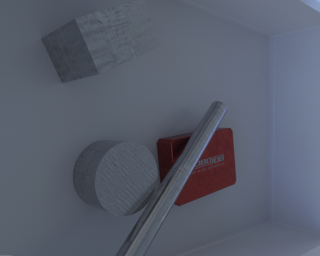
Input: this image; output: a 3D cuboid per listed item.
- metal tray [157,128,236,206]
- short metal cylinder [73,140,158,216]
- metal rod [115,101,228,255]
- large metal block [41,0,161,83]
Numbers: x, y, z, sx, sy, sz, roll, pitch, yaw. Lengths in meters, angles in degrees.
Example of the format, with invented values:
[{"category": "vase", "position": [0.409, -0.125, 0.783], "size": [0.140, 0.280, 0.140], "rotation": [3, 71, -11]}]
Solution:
[{"category": "metal tray", "position": [0.058, 0.052, 0.455], "size": [0.131, 0.030, 0.089], "rotation": [-9, 96, -40]}, {"category": "short metal cylinder", "position": [-0.050, 0.054, 0.350], "size": [0.081, 0.050, 0.079], "rotation": [0, 90, -40]}, {"category": "metal rod", "position": [0.013, 0.069, 0.364], "size": [0.025, 0.025, 0.301], "rotation": [56, 50, -25]}, {"category": "large metal block", "position": [-0.061, -0.088, 0.321], "size": [0.081, 0.080, 0.050], "rotation": [-34, 111, -35]}]
